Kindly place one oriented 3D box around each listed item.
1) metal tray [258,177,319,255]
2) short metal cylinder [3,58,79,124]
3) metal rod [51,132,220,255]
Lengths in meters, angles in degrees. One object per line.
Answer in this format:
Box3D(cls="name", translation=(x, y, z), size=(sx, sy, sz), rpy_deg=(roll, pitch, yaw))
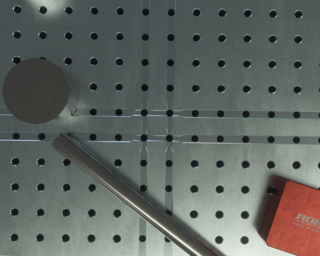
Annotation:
Box3D(cls="metal tray", translation=(0.210, 0.128, 0.412), size=(0.131, 0.030, 0.090), rpy_deg=(19, 90, 0))
Box3D(cls="short metal cylinder", translation=(-0.150, -0.045, 0.400), size=(0.081, 0.050, 0.080), rpy_deg=(0, 90, 0))
Box3D(cls="metal rod", translation=(-0.018, 0.108, 0.413), size=(0.300, 0.025, 0.025), rpy_deg=(38, 90, 0))
